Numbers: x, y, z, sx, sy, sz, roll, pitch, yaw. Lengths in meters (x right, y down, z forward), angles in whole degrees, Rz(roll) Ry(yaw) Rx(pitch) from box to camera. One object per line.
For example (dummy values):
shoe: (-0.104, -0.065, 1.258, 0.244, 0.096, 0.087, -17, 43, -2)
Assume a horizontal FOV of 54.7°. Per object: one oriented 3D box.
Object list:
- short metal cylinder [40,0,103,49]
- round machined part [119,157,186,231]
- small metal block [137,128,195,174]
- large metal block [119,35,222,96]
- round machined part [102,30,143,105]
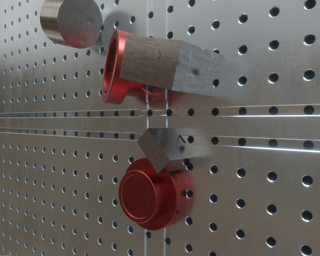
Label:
short metal cylinder: (-0.139, -0.169, 0.488, 0.050, 0.081, 0.079, 21, 104, 38)
round machined part: (-0.017, 0.088, 0.412, 0.098, 0.042, 0.097, 0, 90, 40)
small metal block: (0.008, 0.027, 0.387, 0.025, 0.050, 0.050, -51, 60, 28)
large metal block: (0.013, -0.072, 0.363, 0.080, 0.081, 0.050, 19, 102, 38)
round machined part: (-0.047, -0.079, 0.419, 0.098, 0.042, 0.097, -171, 89, -71)
